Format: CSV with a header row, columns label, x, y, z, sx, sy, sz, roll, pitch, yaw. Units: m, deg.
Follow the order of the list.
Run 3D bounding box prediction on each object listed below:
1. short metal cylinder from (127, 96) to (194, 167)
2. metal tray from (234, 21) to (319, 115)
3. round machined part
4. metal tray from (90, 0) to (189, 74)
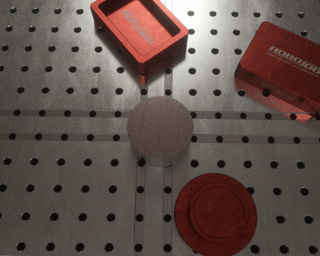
label,x,y,z,sx,sy,sz,roll,pitch,yaw
short metal cylinder,0.000,0.006,0.396,0.081,0.050,0.080,0,70,-1
metal tray,0.186,-0.088,0.443,0.130,0.030,0.090,28,72,9
round machined part,0.066,0.101,0.367,0.099,0.042,0.098,0,70,-1
metal tray,-0.031,-0.155,0.465,0.090,0.030,0.130,-36,74,-13
